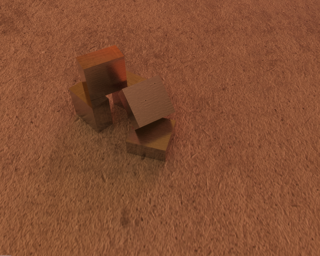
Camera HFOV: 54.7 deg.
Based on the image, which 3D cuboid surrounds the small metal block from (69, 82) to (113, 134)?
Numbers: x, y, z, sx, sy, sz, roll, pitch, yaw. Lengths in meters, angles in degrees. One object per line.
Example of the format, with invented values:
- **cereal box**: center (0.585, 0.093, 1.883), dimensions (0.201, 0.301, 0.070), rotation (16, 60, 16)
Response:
- **small metal block**: center (-0.091, -0.028, 0.411), dimensions (0.050, 0.050, 0.025), rotation (38, 59, 27)

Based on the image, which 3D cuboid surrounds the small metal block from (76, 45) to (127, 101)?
- **small metal block**: center (-0.070, -0.067, 0.379), dimensions (0.050, 0.050, 0.025), rotation (-23, 54, -19)

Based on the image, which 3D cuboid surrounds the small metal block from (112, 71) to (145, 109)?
- **small metal block**: center (-0.039, -0.048, 0.429), dimensions (0.050, 0.050, 0.025), rotation (26, 55, 19)

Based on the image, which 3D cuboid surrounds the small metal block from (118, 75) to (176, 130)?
- **small metal block**: center (-0.017, -0.031, 0.383), dimensions (0.050, 0.025, 0.050), rotation (-25, 92, -20)

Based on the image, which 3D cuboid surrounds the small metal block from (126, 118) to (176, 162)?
- **small metal block**: center (-0.011, 0.011, 0.395), dimensions (0.050, 0.025, 0.050), rotation (13, 51, 10)
